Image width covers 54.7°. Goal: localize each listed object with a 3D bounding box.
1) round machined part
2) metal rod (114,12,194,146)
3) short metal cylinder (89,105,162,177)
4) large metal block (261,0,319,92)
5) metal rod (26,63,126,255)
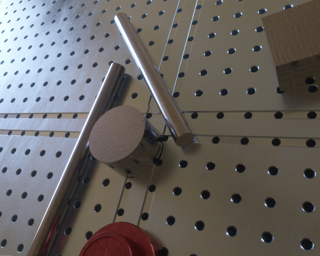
[{"bbox_3d":[-0.050,0.149,0.331,0.098,0.042,0.098,-13,56,20],"label":"round machined part"},{"bbox_3d":[-0.020,-0.092,0.473,0.025,0.025,0.300,-31,52,8],"label":"metal rod"},{"bbox_3d":[-0.044,0.017,0.403,0.080,0.050,0.080,-13,56,20],"label":"short metal cylinder"},{"bbox_3d":[0.171,-0.098,0.362,0.080,0.050,0.080,-14,56,20],"label":"large metal block"},{"bbox_3d":[-0.112,0.033,0.444,0.025,0.025,0.300,5,64,30],"label":"metal rod"}]
